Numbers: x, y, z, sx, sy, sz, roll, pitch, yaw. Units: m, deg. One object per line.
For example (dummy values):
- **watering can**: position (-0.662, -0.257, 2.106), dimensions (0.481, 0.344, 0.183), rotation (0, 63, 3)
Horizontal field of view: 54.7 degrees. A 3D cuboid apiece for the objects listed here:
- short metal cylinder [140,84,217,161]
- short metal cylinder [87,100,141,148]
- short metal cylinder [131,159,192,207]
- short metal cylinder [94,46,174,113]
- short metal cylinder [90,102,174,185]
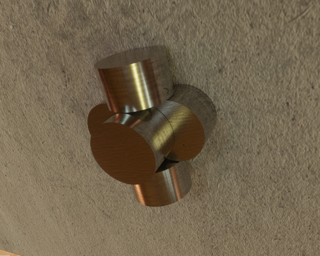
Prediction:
- **short metal cylinder**: position (0.023, -0.007, 0.374), dimensions (0.080, 0.050, 0.079), rotation (13, 124, 20)
- **short metal cylinder**: position (-0.048, -0.007, 0.411), dimensions (0.080, 0.050, 0.079), rotation (13, 124, 20)
- **short metal cylinder**: position (-0.002, 0.058, 0.408), dimensions (0.080, 0.080, 0.050), rotation (0, 119, 27)
- **short metal cylinder**: position (-0.028, -0.057, 0.351), dimensions (0.080, 0.080, 0.050), rotation (0, 118, 28)
- **short metal cylinder**: position (-0.031, 0.017, 0.352), dimensions (0.080, 0.050, 0.079), rotation (13, 124, 20)
